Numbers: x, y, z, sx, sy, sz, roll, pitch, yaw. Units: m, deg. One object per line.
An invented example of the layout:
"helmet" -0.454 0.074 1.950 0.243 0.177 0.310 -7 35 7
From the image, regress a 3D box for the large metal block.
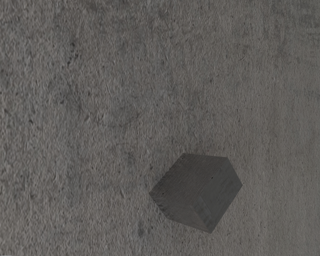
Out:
"large metal block" 0.047 0.081 0.407 0.080 0.080 0.050 -46 118 -30
